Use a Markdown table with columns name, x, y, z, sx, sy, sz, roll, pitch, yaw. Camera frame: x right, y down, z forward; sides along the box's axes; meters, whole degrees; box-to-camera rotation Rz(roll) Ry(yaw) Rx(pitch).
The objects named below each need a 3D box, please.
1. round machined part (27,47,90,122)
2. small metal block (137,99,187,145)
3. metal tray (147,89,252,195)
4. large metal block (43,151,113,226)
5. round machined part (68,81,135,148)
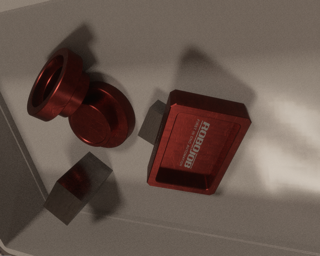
| name | x | y | z | sx | sy | sz | roll | pitch | yaw |
| --- | --- | --- | --- | --- | --- | --- | --- | --- | --- |
| round machined part | -0.129 | -0.053 | 0.407 | 0.098 | 0.098 | 0.042 | -26 | 139 | 36 |
| small metal block | 0.005 | -0.001 | 0.404 | 0.050 | 0.025 | 0.050 | 32 | 128 | 7 |
| metal tray | 0.041 | 0.023 | 0.374 | 0.091 | 0.030 | 0.129 | 11 | 127 | -8 |
| large metal block | -0.132 | 0.097 | 0.500 | 0.050 | 0.080 | 0.080 | 39 | 129 | 1 |
| round machined part | -0.088 | -0.012 | 0.435 | 0.098 | 0.042 | 0.097 | 13 | 124 | 20 |
